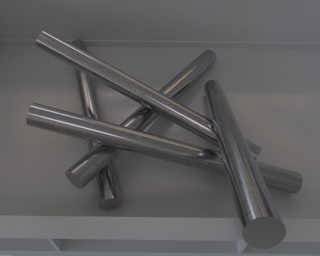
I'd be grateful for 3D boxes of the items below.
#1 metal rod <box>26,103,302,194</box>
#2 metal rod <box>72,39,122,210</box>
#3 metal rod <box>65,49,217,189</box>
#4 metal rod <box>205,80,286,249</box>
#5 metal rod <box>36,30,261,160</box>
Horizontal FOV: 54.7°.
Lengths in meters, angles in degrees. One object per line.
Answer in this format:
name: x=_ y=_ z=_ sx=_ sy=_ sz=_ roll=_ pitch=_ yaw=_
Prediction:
metal rod: x=0.010 y=0.024 z=0.339 sx=0.302 sy=0.025 sz=0.025 roll=15 pitch=50 yaw=-6
metal rod: x=-0.096 y=-0.028 z=0.427 sx=0.025 sy=0.025 sz=0.300 roll=-13 pitch=51 yaw=-10
metal rod: x=-0.004 y=-0.031 z=0.411 sx=0.025 sy=0.025 sz=0.301 roll=28 pitch=49 yaw=21
metal rod: x=0.070 y=0.002 z=0.321 sx=0.025 sy=0.025 sz=0.300 roll=3 pitch=24 yaw=2
metal rod: x=-0.018 y=-0.040 z=0.380 sx=0.301 sy=0.025 sz=0.025 roll=29 pitch=55 yaw=5
